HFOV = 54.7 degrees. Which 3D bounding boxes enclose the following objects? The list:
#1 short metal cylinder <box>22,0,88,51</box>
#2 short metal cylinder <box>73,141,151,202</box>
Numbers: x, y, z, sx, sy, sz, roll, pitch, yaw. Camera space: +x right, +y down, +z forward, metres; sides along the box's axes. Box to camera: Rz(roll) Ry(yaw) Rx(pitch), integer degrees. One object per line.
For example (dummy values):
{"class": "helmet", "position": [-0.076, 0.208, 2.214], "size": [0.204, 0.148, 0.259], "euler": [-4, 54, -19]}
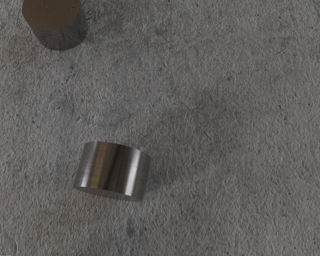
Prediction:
{"class": "short metal cylinder", "position": [-0.150, -0.161, 0.452], "size": [0.081, 0.050, 0.080], "euler": [0, 70, 0]}
{"class": "short metal cylinder", "position": [-0.054, 0.052, 0.359], "size": [0.080, 0.080, 0.050], "euler": [10, 71, 3]}
